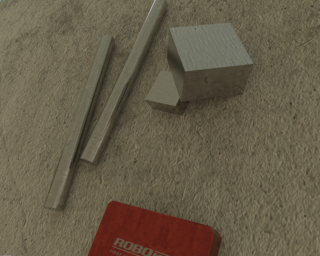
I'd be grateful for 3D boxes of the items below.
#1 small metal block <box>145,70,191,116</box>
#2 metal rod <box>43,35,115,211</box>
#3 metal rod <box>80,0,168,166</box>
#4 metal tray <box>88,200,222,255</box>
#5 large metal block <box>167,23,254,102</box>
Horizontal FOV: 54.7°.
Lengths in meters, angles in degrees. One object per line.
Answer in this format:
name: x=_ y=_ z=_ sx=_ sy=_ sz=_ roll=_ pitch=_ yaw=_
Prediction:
small metal block: x=0.016 y=-0.049 z=0.424 sx=0.050 sy=0.025 sz=0.050 roll=15 pitch=69 yaw=34
metal rod: x=-0.117 y=-0.024 z=0.477 sx=0.025 sy=0.025 sz=0.299 roll=-3 pitch=60 yaw=26
metal rod: x=-0.048 y=-0.083 z=0.478 sx=0.025 sy=0.025 sz=0.300 roll=8 pitch=65 yaw=31
metal tray: x=-0.011 y=0.135 z=0.323 sx=0.130 sy=0.030 sz=0.090 roll=6 pitch=65 yaw=30
large metal block: x=0.058 y=-0.084 z=0.388 sx=0.081 sy=0.050 sz=0.080 roll=-8 pitch=54 yaw=-9
